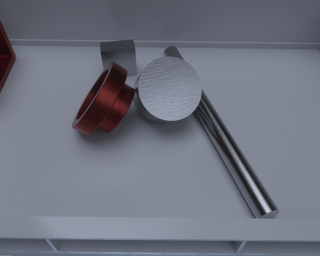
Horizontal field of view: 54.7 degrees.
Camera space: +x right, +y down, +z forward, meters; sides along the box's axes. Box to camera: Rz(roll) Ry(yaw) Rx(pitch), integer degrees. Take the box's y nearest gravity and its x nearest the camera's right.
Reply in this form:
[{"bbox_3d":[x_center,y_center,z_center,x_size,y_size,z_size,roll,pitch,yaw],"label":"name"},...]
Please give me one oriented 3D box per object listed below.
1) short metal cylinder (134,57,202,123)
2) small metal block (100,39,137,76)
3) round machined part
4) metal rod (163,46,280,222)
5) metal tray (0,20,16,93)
[{"bbox_3d":[0.008,-0.047,0.403,0.081,0.050,0.080,1,86,-13],"label":"short metal cylinder"},{"bbox_3d":[-0.063,-0.106,0.477,0.050,0.050,0.025,-7,51,-6],"label":"small metal block"},{"bbox_3d":[-0.068,-0.032,0.396,0.042,0.098,0.098,32,48,-20],"label":"round machined part"},{"bbox_3d":[0.066,-0.015,0.418,0.025,0.025,0.299,-15,52,-12],"label":"metal rod"},{"bbox_3d":[-0.253,-0.097,0.440,0.030,0.089,0.130,0,50,-1],"label":"metal tray"}]
